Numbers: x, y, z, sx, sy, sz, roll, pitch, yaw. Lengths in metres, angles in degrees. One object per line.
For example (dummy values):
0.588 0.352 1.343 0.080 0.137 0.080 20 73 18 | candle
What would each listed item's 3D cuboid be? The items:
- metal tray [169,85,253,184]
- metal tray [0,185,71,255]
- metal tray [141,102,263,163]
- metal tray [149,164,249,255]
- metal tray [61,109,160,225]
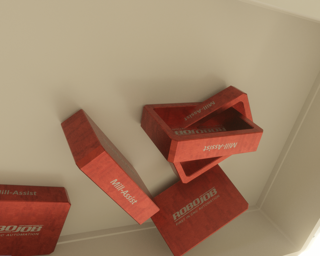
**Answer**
0.068 0.010 0.436 0.131 0.030 0.090 -31 126 -9 | metal tray
-0.186 0.114 0.375 0.131 0.030 0.089 10 113 -33 | metal tray
0.052 0.000 0.396 0.131 0.090 0.030 -5 122 -26 | metal tray
0.055 0.121 0.471 0.131 0.090 0.030 -32 158 -8 | metal tray
-0.057 0.047 0.365 0.030 0.090 0.130 -37 130 -4 | metal tray
